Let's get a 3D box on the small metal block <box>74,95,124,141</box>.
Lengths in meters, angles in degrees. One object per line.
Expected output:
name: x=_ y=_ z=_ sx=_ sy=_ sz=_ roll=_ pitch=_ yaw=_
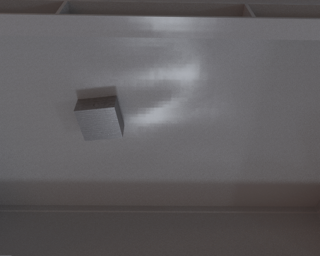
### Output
small metal block: x=-0.076 y=-0.012 z=0.398 sx=0.050 sy=0.025 sz=0.050 roll=-5 pitch=130 yaw=4
